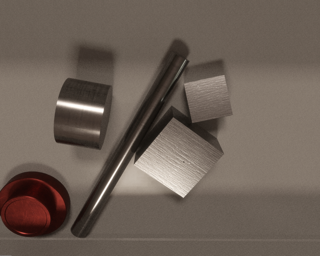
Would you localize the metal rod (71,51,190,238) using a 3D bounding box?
[{"bbox_3d":[-0.049,0.034,0.423,0.025,0.025,0.298,28,107,-10],"label":"metal rod"}]

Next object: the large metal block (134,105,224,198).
[{"bbox_3d":[0.023,0.031,0.410,0.080,0.050,0.080,36,106,-13],"label":"large metal block"}]

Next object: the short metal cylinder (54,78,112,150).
[{"bbox_3d":[-0.090,-0.017,0.375,0.050,0.080,0.079,10,110,-4],"label":"short metal cylinder"}]

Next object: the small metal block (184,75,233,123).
[{"bbox_3d":[0.060,-0.035,0.391,0.050,0.025,0.050,-12,89,3],"label":"small metal block"}]

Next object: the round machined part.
[{"bbox_3d":[-0.183,0.115,0.442,0.099,0.042,0.097,0,110,-1],"label":"round machined part"}]
